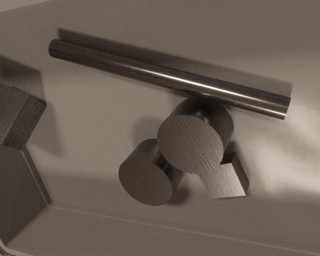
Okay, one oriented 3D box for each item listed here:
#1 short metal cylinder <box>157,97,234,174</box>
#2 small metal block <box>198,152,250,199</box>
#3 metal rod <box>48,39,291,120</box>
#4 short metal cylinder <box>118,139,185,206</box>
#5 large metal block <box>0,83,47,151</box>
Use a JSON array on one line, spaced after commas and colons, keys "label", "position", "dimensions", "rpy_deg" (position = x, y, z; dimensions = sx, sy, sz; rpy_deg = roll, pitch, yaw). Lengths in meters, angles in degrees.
[{"label": "short metal cylinder", "position": [0.043, 0.009, 0.374], "dimensions": [0.080, 0.050, 0.079], "rpy_deg": [13, 124, 20]}, {"label": "small metal block", "position": [0.082, 0.063, 0.404], "dimensions": [0.050, 0.025, 0.050], "rpy_deg": [-15, 111, 34]}, {"label": "metal rod", "position": [-0.003, -0.063, 0.369], "dimensions": [0.301, 0.025, 0.025], "rpy_deg": [18, 125, 17]}, {"label": "short metal cylinder", "position": [-0.010, 0.062, 0.435], "dimensions": [0.080, 0.050, 0.079], "rpy_deg": [13, 124, 20]}, {"label": "large metal block", "position": [-0.238, -0.021, 0.475], "dimensions": [0.080, 0.080, 0.050], "rpy_deg": [22, 170, 14]}]
